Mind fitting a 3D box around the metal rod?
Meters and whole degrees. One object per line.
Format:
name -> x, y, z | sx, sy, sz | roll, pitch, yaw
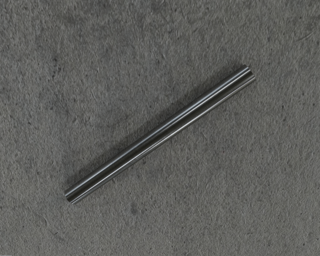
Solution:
metal rod -> -0.007, 0.015, 0.417 | 0.300, 0.025, 0.025 | -35, 107, 11
